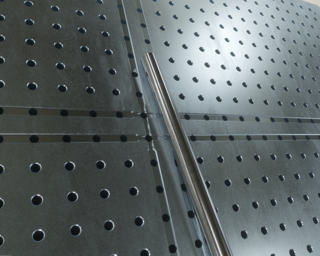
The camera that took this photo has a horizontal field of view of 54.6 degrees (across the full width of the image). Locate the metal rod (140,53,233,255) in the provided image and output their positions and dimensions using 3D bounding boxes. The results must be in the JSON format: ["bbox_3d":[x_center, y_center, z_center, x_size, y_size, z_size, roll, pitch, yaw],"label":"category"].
[{"bbox_3d":[0.029,0.027,0.406,0.025,0.025,0.299,-6,65,-31],"label":"metal rod"}]
